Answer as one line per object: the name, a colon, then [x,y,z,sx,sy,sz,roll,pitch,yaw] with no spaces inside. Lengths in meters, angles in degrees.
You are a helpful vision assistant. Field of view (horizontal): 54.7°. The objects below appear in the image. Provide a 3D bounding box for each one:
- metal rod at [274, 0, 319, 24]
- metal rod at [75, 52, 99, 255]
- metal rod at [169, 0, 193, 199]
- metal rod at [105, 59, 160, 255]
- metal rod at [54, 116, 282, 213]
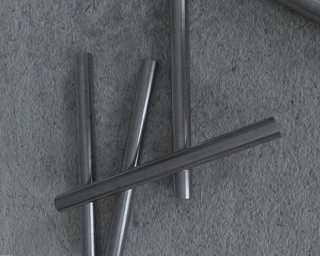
metal rod: [0.141,-0.159,0.358,0.300,0.025,0.025,36,102,16]
metal rod: [-0.105,0.043,0.445,0.025,0.025,0.298,-2,89,20]
metal rod: [0.026,-0.061,0.399,0.025,0.025,0.298,-1,90,20]
metal rod: [-0.041,0.057,0.423,0.025,0.025,0.298,12,94,19]
metal rod: [-0.005,0.052,0.382,0.300,0.025,0.025,-22,83,18]
